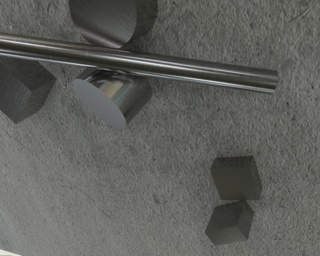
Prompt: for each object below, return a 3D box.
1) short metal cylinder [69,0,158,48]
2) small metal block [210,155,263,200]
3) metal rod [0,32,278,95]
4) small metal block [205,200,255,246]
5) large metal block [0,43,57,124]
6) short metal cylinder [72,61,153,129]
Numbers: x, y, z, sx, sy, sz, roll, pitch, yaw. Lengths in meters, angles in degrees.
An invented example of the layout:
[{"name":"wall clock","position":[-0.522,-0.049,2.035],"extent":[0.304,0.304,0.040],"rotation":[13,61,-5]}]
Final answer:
[{"name":"short metal cylinder","position":[-0.049,-0.131,0.334],"extent":[0.080,0.050,0.079],"rotation":[13,124,20]},{"name":"small metal block","position":[0.098,0.064,0.394],"extent":[0.050,0.025,0.050],"rotation":[-8,115,31]},{"name":"metal rod","position":[-0.032,-0.069,0.325],"extent":[0.302,0.025,0.025],"rotation":[9,124,3]},{"name":"small metal block","position":[0.095,0.128,0.419],"extent":[0.050,0.050,0.025],"rotation":[-27,104,37]},{"name":"large metal block","position":[-0.214,-0.066,0.460],"extent":[0.080,0.050,0.080],"rotation":[43,129,-2]},{"name":"short metal cylinder","position":[-0.056,-0.044,0.371],"extent":[0.080,0.050,0.080],"rotation":[32,156,16]}]
